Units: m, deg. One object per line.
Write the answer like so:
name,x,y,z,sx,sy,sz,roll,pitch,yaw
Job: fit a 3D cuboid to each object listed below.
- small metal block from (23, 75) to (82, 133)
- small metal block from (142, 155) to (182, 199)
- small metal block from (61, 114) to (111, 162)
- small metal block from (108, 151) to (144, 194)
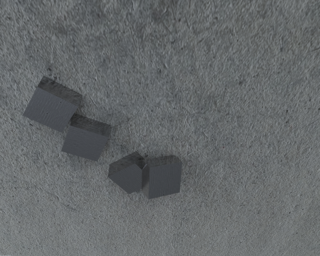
small metal block,-0.132,-0.028,0.382,0.050,0.025,0.050,27,125,-22
small metal block,0.002,0.070,0.445,0.050,0.025,0.050,-7,112,-25
small metal block,-0.100,0.014,0.418,0.050,0.025,0.050,19,128,-16
small metal block,-0.041,0.068,0.465,0.050,0.025,0.050,-28,125,21
